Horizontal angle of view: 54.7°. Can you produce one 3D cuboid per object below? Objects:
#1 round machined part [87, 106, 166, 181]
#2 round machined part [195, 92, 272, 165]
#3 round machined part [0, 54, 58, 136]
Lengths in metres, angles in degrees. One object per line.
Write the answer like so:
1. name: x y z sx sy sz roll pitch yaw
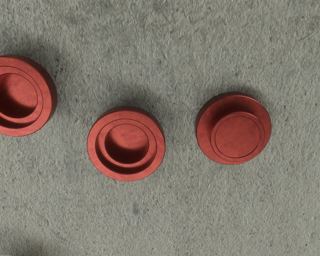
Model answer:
1. round machined part: -0.042 0.017 0.407 0.099 0.042 0.097 0 110 0
2. round machined part: 0.096 0.005 0.403 0.099 0.042 0.097 0 110 0
3. round machined part: -0.176 -0.042 0.384 0.099 0.042 0.097 0 110 0
